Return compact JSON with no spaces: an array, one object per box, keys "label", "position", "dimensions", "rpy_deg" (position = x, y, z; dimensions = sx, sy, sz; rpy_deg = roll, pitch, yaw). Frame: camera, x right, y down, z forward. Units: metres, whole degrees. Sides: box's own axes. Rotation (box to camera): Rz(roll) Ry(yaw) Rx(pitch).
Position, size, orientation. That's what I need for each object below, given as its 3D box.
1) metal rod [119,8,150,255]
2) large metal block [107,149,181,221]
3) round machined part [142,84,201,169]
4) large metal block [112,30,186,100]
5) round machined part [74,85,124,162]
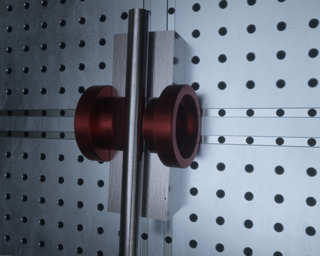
[{"label":"metal rod","position":[-0.031,0.011,0.370],"dimensions":[0.025,0.025,0.298],"rpy_deg":[3,91,20]},{"label":"large metal block","position":[-0.019,0.069,0.405],"dimensions":[0.080,0.050,0.079],"rpy_deg":[3,91,20]},{"label":"round machined part","position":[0.013,-0.002,0.369],"dimensions":[0.042,0.098,0.097],"rpy_deg":[2,91,25]},{"label":"large metal block","position":[-0.014,-0.078,0.404],"dimensions":[0.080,0.050,0.079],"rpy_deg":[2,91,20]},{"label":"round machined part","position":[-0.062,-0.006,0.395],"dimensions":[0.042,0.098,0.097],"rpy_deg":[2,91,20]}]
